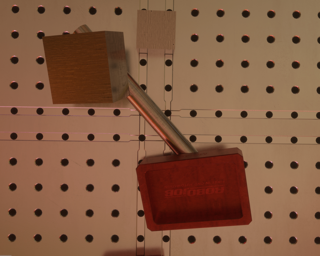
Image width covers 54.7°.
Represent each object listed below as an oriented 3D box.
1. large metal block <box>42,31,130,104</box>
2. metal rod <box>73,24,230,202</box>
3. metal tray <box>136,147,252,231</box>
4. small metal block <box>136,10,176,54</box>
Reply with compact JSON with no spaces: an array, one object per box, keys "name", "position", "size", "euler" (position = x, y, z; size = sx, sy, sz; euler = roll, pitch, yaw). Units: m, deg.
[{"name":"large metal block","position":[-0.088,-0.074,0.380],"size":[0.080,0.050,0.079],"euler":[0,105,17]},{"name":"metal rod","position":[-0.008,-0.016,0.413],"size":[0.025,0.025,0.300],"euler":[-41,91,0]},{"name":"metal tray","position":[0.043,0.078,0.391],"size":[0.131,0.030,0.089],"euler":[-8,99,12]},{"name":"small metal block","position":[-0.005,-0.127,0.413],"size":[0.050,0.025,0.050],"euler":[2,90,-1]}]
